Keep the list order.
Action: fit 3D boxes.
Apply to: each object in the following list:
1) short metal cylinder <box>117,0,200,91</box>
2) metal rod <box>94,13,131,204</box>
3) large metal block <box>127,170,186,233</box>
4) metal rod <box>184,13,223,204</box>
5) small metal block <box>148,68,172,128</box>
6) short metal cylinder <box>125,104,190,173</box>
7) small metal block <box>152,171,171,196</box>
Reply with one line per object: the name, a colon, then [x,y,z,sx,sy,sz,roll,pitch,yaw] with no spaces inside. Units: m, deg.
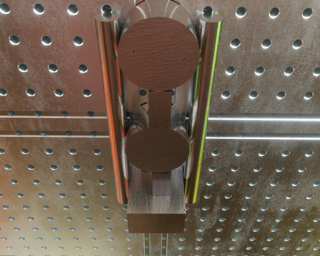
short metal cylinder: [-0.001,-0.085,0.322,0.081,0.050,0.079,0,130,0]
metal rod: [-0.056,0.001,0.410,0.025,0.025,0.298,0,130,-1]
large metal block: [-0.005,0.110,0.469,0.081,0.080,0.050,1,130,-1]
metal rod: [0.050,0.001,0.412,0.025,0.025,0.298,0,130,-1]
small metal block: [0.000,-0.036,0.363,0.025,0.050,0.050,1,130,-1]
short metal cylinder: [-0.003,0.013,0.406,0.081,0.050,0.079,0,130,0]
small metal block: [0.002,0.063,0.448,0.025,0.050,0.050,0,130,0]
